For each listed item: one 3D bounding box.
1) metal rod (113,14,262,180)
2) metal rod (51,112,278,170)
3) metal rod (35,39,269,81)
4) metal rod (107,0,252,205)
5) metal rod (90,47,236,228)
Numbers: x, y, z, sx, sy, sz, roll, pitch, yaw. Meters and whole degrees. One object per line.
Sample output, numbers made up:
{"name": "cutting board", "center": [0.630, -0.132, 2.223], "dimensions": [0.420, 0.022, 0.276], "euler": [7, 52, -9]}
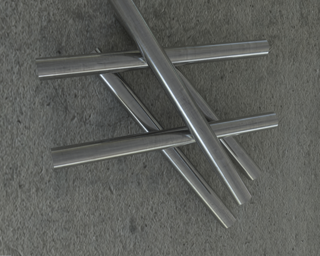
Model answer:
{"name": "metal rod", "center": [0.046, -0.040, 0.428], "dimensions": [0.025, 0.025, 0.300], "euler": [-45, 104, -15]}
{"name": "metal rod", "center": [0.022, 0.011, 0.393], "dimensions": [0.303, 0.025, 0.025], "euler": [-9, 93, -20]}
{"name": "metal rod", "center": [0.007, -0.089, 0.387], "dimensions": [0.303, 0.025, 0.025], "euler": [-10, 94, -20]}
{"name": "metal rod", "center": [0.027, -0.032, 0.368], "dimensions": [0.025, 0.025, 0.299], "euler": [-37, 102, -17]}
{"name": "metal rod", "center": [0.007, 0.022, 0.413], "dimensions": [0.025, 0.025, 0.300], "euler": [-43, 104, -15]}
